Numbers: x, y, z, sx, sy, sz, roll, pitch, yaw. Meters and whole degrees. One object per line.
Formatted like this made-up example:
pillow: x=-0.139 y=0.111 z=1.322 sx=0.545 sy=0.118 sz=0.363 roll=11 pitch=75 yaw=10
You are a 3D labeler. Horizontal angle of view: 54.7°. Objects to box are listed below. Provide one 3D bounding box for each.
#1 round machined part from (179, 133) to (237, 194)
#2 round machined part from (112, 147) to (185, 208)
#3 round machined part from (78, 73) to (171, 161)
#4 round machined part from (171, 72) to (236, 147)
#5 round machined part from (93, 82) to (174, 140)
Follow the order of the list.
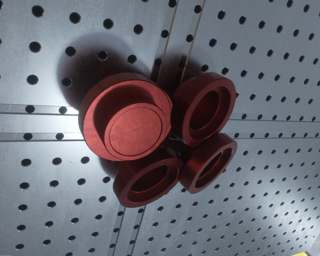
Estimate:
round machined part: x=0.063 y=0.045 z=0.449 sx=0.099 sy=0.042 sz=0.097 roll=-35 pitch=150 yaw=-24
round machined part: x=-0.019 y=0.060 z=0.417 sx=0.099 sy=0.042 sz=0.097 roll=-24 pitch=144 yaw=-18
round machined part: x=-0.032 y=-0.005 z=0.326 sx=0.099 sy=0.042 sz=0.097 roll=-14 pitch=125 yaw=-21
round machined part: x=0.050 y=-0.027 z=0.401 sx=0.099 sy=0.042 sz=0.097 roll=-28 pitch=136 yaw=-30
round machined part: x=-0.036 y=-0.016 z=0.371 sx=0.099 sy=0.042 sz=0.097 roll=-14 pitch=125 yaw=-21
